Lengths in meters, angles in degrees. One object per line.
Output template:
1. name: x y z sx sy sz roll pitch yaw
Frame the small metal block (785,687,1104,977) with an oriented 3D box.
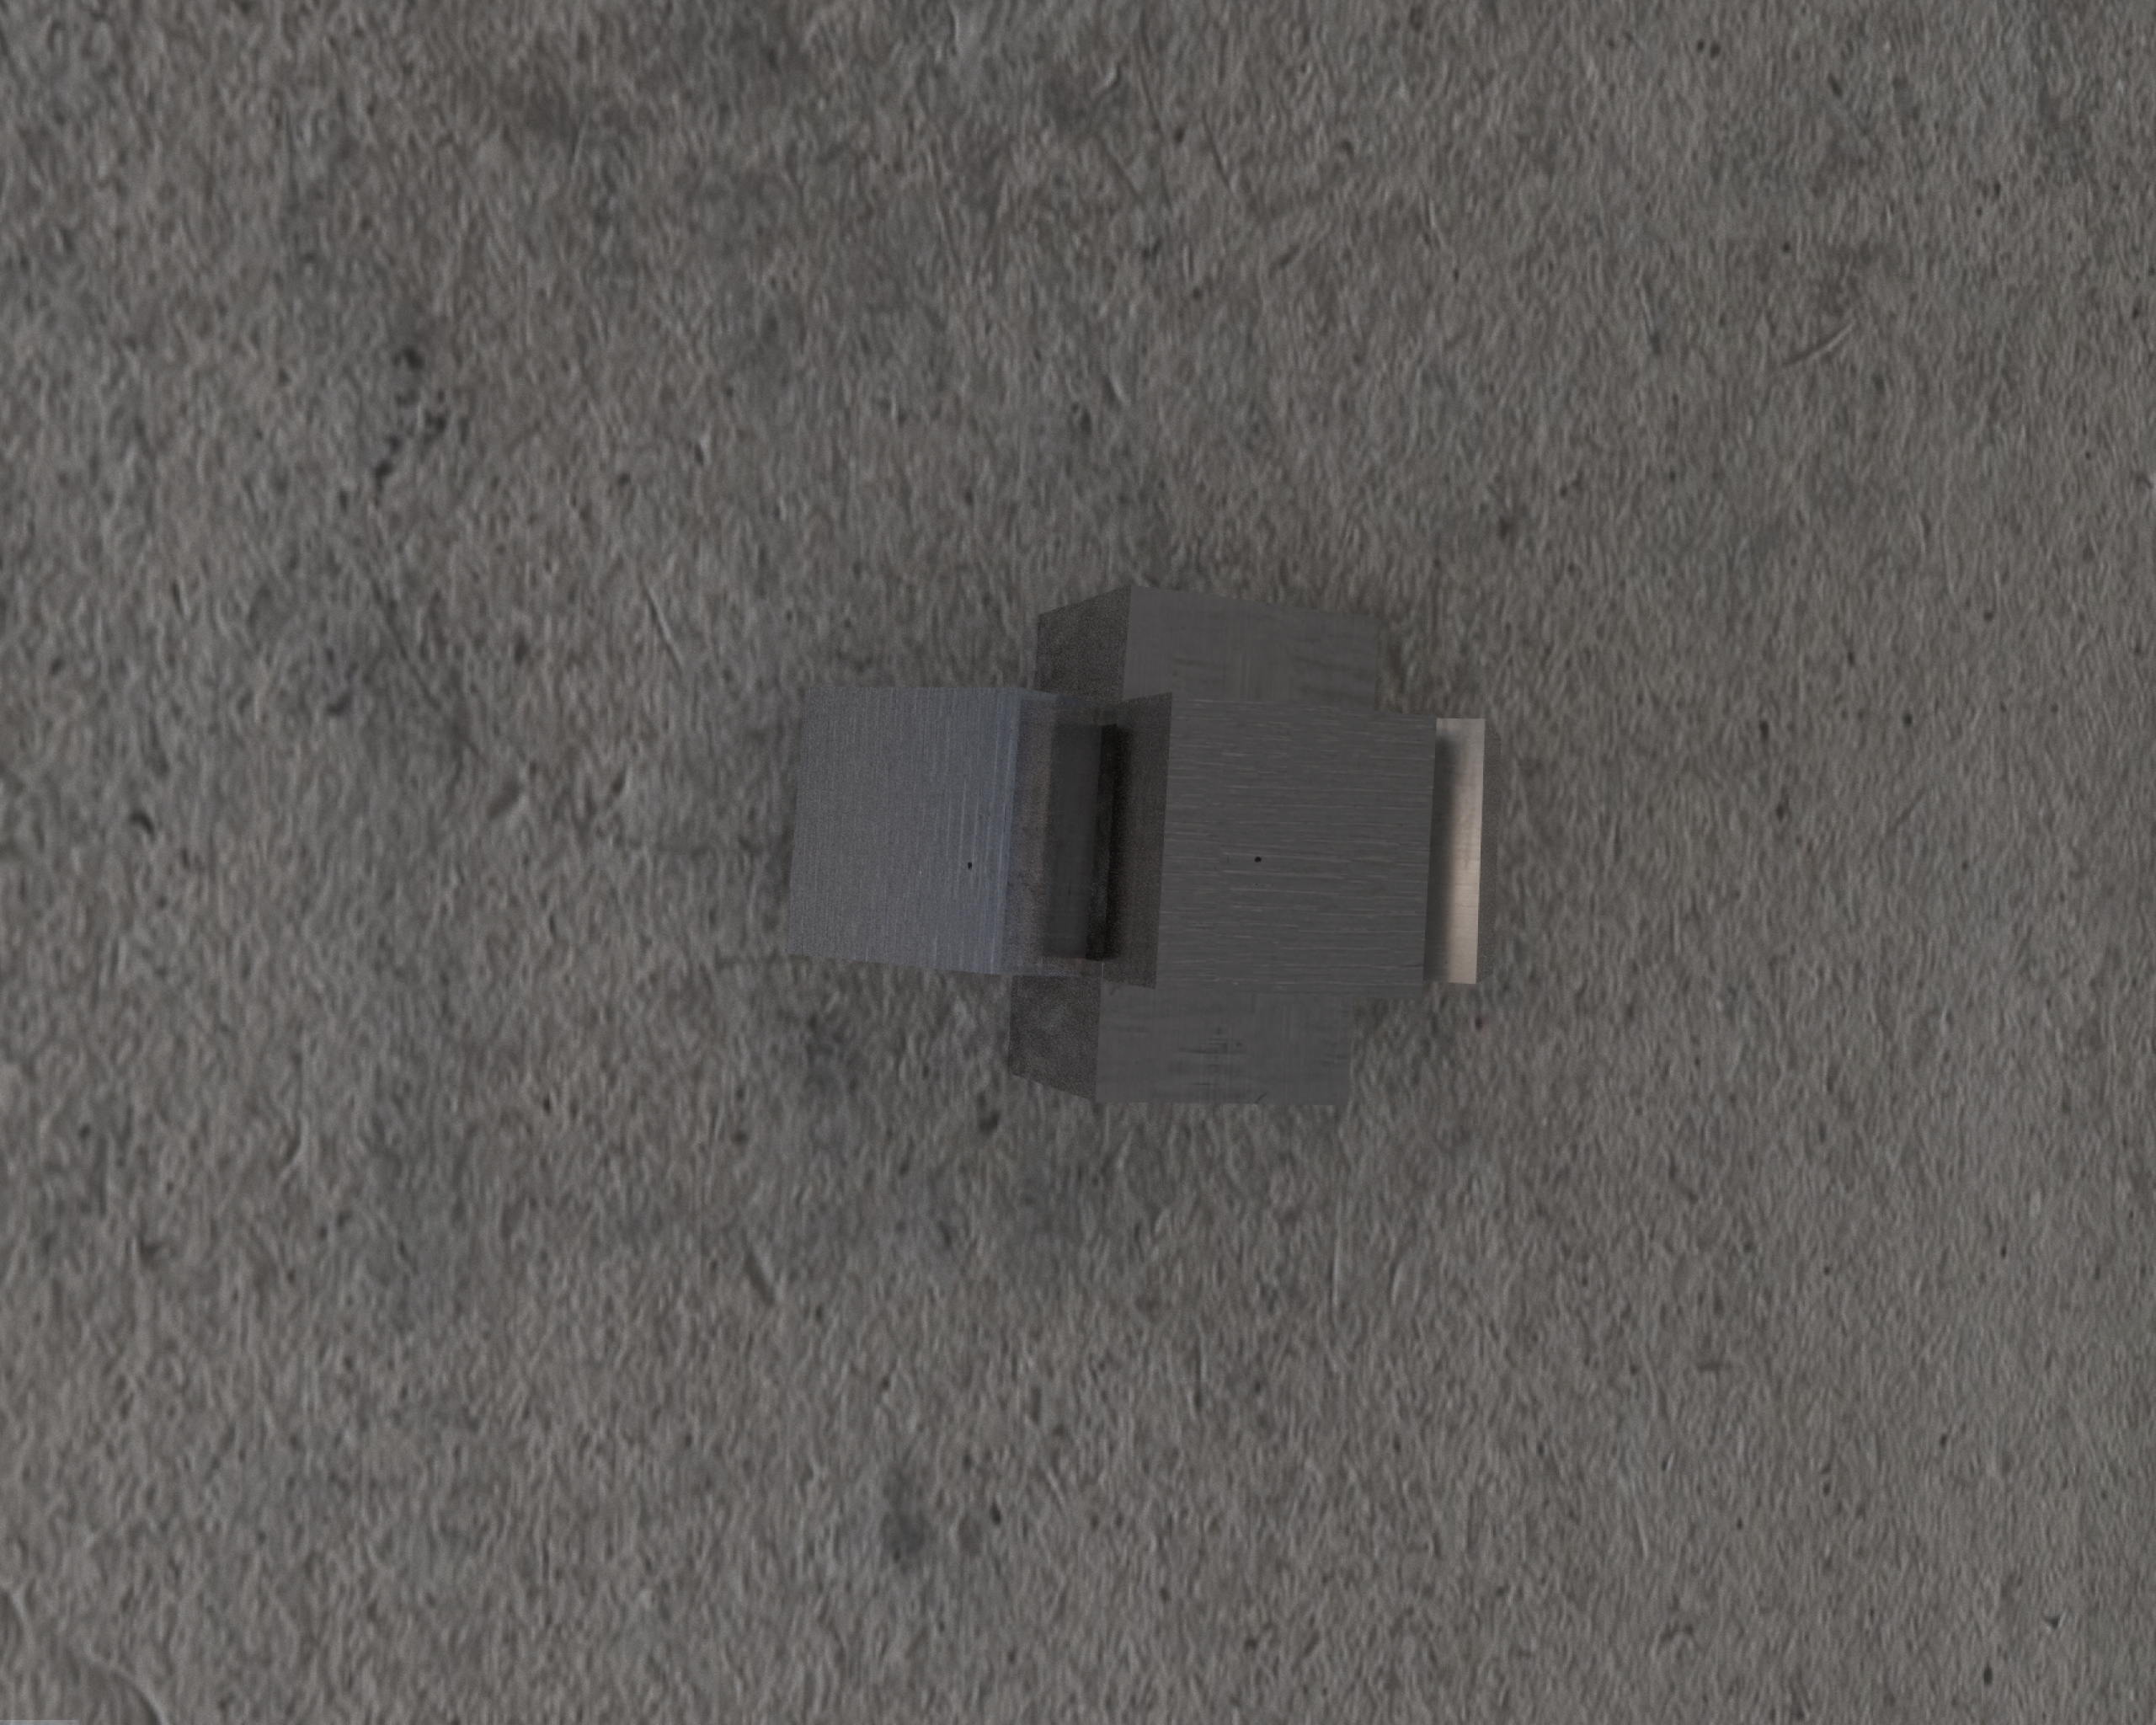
1. small metal block: -0.025 -0.006 0.384 0.025 0.050 0.050 6 88 -55

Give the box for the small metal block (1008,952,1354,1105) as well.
1. small metal block: 0.019 0.031 0.403 0.050 0.050 0.025 3 89 -20

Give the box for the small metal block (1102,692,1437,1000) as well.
1. small metal block: 0.034 -0.002 0.368 0.050 0.025 0.050 4 89 -20

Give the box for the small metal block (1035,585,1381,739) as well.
1. small metal block: 0.024 -0.035 0.404 0.050 0.050 0.025 5 89 -20

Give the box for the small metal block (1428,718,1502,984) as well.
1. small metal block: 0.070 -0.002 0.419 0.025 0.050 0.050 2 89 15
